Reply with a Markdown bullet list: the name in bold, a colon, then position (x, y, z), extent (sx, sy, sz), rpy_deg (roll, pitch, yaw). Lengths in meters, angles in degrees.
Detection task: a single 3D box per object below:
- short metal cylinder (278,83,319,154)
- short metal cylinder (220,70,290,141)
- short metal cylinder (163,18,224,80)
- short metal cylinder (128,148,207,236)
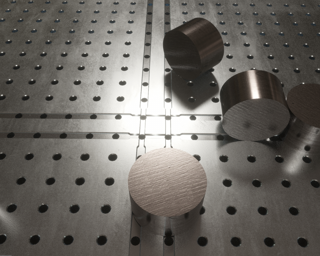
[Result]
- **short metal cylinder**: position (0.199, -0.013, 0.405), extent (0.081, 0.050, 0.080), rpy_deg (0, 50, 0)
- **short metal cylinder**: position (0.119, -0.027, 0.396), extent (0.080, 0.080, 0.050), rpy_deg (3, 50, 2)
- **short metal cylinder**: position (0.050, -0.121, 0.474), extent (0.050, 0.080, 0.080), rpy_deg (-35, 59, -26)
- **short metal cylinder**: position (0.007, 0.068, 0.334), extent (0.081, 0.050, 0.080), rpy_deg (0, 50, 0)
